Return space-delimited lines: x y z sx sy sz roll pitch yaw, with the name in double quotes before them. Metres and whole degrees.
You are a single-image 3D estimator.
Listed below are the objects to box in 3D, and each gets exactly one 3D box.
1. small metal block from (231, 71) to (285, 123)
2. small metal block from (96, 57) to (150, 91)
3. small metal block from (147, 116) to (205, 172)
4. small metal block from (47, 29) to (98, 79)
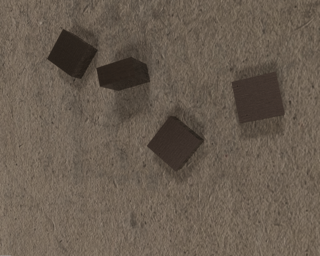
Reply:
"small metal block" 0.116 -0.035 0.368 0.050 0.025 0.050 -12 86 19
"small metal block" -0.048 -0.070 0.411 0.050 0.050 0.025 -13 86 19
"small metal block" 0.020 0.020 0.401 0.050 0.025 0.050 41 102 15
"small metal block" -0.128 -0.108 0.453 0.050 0.025 0.050 36 101 16
